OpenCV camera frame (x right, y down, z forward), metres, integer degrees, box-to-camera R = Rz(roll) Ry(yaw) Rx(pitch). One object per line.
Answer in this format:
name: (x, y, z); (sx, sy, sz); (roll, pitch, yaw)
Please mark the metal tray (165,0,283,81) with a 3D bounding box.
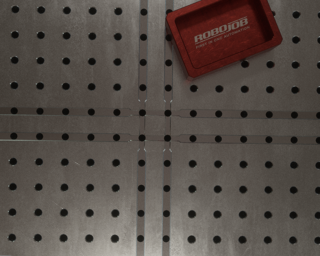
metal tray: (0.083, -0.128, 0.411); (0.131, 0.030, 0.090); (-22, 90, -1)
